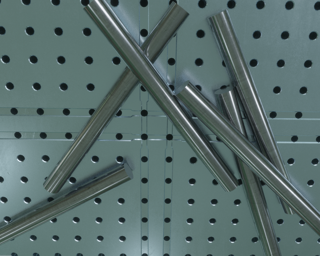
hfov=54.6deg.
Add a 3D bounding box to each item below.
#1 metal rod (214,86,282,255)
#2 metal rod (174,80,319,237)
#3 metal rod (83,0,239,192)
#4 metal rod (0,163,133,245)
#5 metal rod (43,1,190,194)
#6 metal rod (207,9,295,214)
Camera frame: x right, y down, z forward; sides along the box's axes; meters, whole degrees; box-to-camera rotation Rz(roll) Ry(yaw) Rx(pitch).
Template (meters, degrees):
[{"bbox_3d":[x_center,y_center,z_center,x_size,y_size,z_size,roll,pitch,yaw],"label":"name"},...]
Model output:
[{"bbox_3d":[0.133,0.083,0.444,0.025,0.025,0.299,-19,109,7],"label":"metal rod"},{"bbox_3d":[0.133,0.051,0.405,0.300,0.025,0.025,43,105,-14],"label":"metal rod"},{"bbox_3d":[0.015,-0.025,0.384,0.025,0.025,0.300,-34,114,11],"label":"metal rod"},{"bbox_3d":[-0.175,0.129,0.459,0.300,0.025,0.025,-28,108,9],"label":"metal rod"},{"bbox_3d":[-0.065,-0.028,0.402,0.025,0.025,0.299,35,106,-12],"label":"metal rod"},{"bbox_3d":[0.131,-0.008,0.411,0.025,0.025,0.299,-24,109,8],"label":"metal rod"}]
